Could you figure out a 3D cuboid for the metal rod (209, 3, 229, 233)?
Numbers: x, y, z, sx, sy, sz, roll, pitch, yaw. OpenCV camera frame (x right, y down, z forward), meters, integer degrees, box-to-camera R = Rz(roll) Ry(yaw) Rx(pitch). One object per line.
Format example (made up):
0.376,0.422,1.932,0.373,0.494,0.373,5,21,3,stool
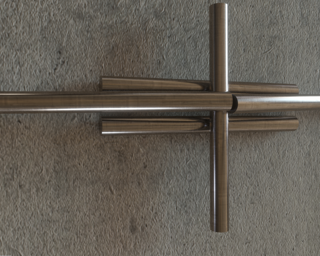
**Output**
0.079,-0.013,0.414,0.025,0.025,0.298,0,90,-20,metal rod

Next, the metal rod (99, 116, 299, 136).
0.068,-0.005,0.436,0.303,0.025,0.025,-1,91,-21,metal rod

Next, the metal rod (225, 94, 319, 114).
0.220,-0.039,0.467,0.303,0.025,0.025,-4,92,-30,metal rod

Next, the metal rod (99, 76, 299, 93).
0.068,-0.055,0.436,0.303,0.025,0.025,-1,91,-21,metal rod

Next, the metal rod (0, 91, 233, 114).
-0.062,-0.030,0.361,0.302,0.025,0.025,-1,91,-11,metal rod
